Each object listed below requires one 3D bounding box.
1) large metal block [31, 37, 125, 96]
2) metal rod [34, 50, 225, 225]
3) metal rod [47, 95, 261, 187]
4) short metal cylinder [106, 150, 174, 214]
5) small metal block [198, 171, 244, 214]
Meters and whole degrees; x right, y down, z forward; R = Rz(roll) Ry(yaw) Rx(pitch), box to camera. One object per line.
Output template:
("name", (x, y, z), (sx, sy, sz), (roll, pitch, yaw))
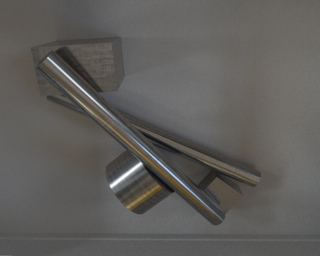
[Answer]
("large metal block", (-0.087, -0.073, 0.353), (0.081, 0.080, 0.050), (-3, 110, 1))
("metal rod", (-0.015, 0.030, 0.359), (0.025, 0.025, 0.300), (-38, 119, 13))
("metal rod", (-0.001, 0.013, 0.415), (0.302, 0.025, 0.025), (24, 108, -9))
("short metal cylinder", (-0.024, 0.064, 0.403), (0.050, 0.080, 0.080), (-38, 106, 12))
("small metal block", (0.082, 0.095, 0.446), (0.050, 0.025, 0.050), (36, 106, -13))
